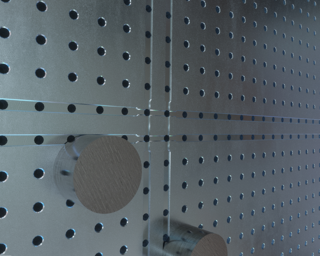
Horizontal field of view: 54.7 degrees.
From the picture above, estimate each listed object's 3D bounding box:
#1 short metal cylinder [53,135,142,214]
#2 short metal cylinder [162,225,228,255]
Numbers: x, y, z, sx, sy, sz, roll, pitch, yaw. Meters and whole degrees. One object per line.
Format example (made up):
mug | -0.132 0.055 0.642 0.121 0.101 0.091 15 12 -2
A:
short metal cylinder | -0.067 0.048 0.337 0.081 0.050 0.079 0 90 -40
short metal cylinder | 0.049 0.182 0.434 0.081 0.050 0.079 0 90 -40
